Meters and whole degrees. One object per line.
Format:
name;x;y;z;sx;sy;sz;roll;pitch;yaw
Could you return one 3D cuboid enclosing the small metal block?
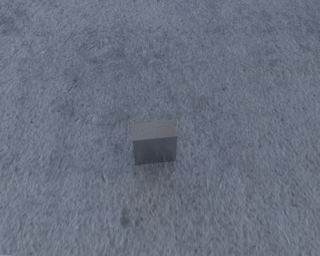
small metal block;-0.007;0.018;0.372;0.050;0.050;0.025;-6;51;-5
